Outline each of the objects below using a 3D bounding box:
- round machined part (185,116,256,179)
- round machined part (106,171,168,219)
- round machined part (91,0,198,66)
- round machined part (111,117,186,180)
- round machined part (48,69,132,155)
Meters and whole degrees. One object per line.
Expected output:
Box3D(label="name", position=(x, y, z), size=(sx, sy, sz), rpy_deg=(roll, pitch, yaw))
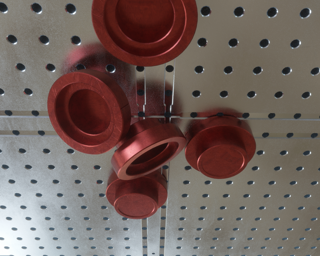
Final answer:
Box3D(label="round machined part", position=(0.084, 0.034, 0.431), size=(0.099, 0.042, 0.097), rpy_deg=(-1, 130, 0))
Box3D(label="round machined part", position=(-0.037, 0.109, 0.493), size=(0.099, 0.042, 0.097), rpy_deg=(-1, 130, 0))
Box3D(label="round machined part", position=(-0.014, -0.114, 0.304), size=(0.099, 0.042, 0.097), rpy_deg=(-1, 130, 0))
Box3D(label="round machined part", position=(-0.019, 0.023, 0.400), size=(0.099, 0.042, 0.098), rpy_deg=(-26, 157, -12))
Box3D(label="round machined part", position=(-0.078, -0.021, 0.364), size=(0.098, 0.042, 0.097), rpy_deg=(8, 113, 18))
